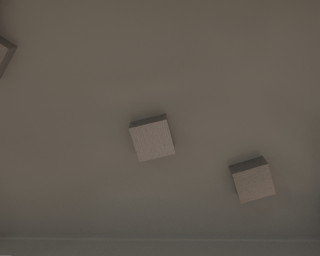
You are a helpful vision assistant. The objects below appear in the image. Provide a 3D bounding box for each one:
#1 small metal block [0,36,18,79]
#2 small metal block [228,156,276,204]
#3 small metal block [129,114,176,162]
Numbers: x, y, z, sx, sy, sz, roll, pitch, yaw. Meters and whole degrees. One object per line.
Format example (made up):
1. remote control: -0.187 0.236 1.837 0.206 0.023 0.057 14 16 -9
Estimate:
1. small metal block: -0.212 -0.091 0.376 0.050 0.025 0.050 33 107 -12
2. small metal block: 0.130 0.073 0.439 0.050 0.025 0.050 -18 109 6
3. small metal block: -0.010 0.013 0.416 0.050 0.025 0.050 -14 110 5
